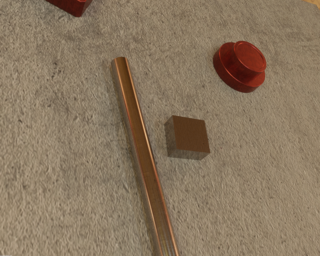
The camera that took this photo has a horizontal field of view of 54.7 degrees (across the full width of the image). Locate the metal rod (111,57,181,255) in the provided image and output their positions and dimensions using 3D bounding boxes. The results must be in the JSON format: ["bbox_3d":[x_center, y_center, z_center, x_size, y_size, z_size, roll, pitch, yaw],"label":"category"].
[{"bbox_3d":[-0.018,0.041,0.370,0.025,0.025,0.299,-2,63,-29],"label":"metal rod"}]

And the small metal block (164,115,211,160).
[{"bbox_3d":[0.036,0.014,0.417,0.050,0.025,0.050,9,58,-24],"label":"small metal block"}]

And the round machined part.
[{"bbox_3d":[0.146,-0.114,0.544,0.099,0.042,0.098,14,56,-21],"label":"round machined part"}]

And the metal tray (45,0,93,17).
[{"bbox_3d":[-0.158,-0.229,0.455,0.131,0.030,0.090,26,52,-12],"label":"metal tray"}]
